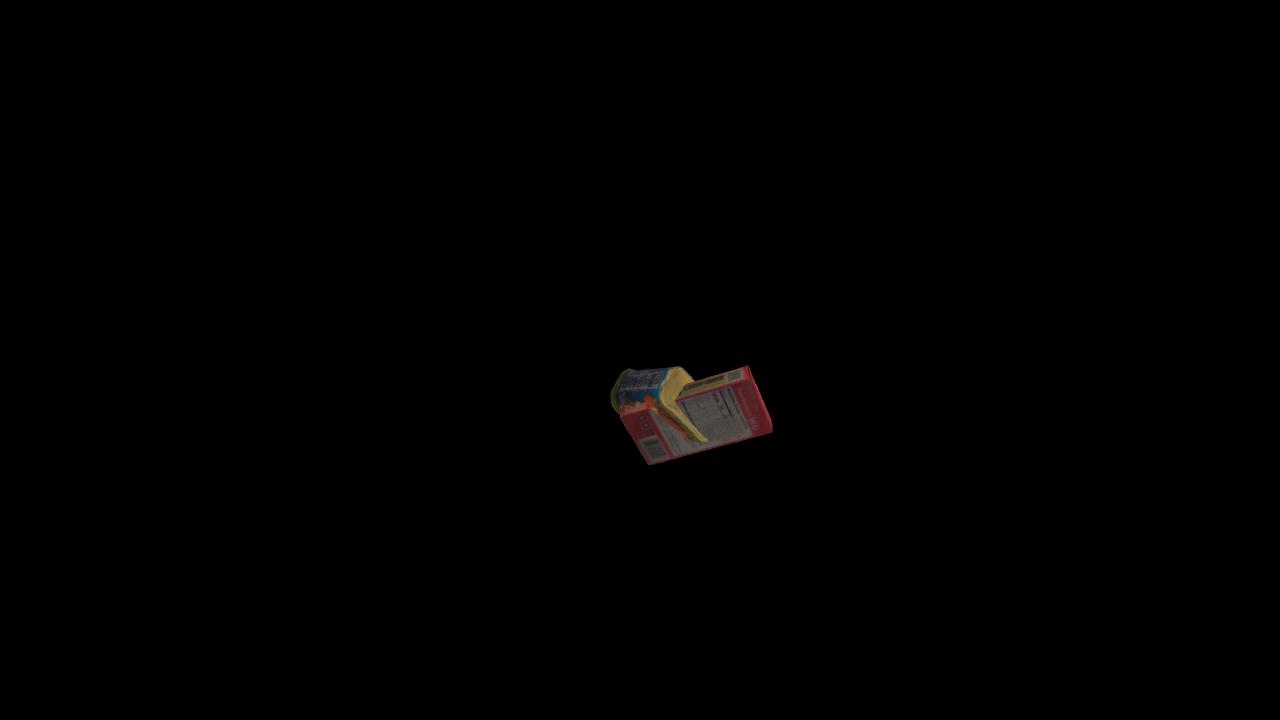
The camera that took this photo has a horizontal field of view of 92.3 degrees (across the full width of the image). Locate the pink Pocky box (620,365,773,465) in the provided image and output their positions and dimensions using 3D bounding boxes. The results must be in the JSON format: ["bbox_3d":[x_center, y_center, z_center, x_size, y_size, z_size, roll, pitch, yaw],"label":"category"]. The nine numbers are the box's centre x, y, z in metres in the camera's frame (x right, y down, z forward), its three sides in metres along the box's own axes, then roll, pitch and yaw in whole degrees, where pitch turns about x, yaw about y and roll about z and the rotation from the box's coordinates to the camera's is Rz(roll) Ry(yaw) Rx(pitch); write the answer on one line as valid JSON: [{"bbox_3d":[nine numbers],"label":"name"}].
[{"bbox_3d":[0.064,0.065,0.699,0.155,0.084,0.029,-18,33,17],"label":"pink Pocky box"}]

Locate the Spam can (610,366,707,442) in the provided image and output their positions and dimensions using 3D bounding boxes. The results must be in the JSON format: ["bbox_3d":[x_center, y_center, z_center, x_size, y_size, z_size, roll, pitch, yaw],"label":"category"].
[{"bbox_3d":[0.030,0.053,0.717,0.085,0.058,0.101,-7,-44,47],"label":"Spam can"}]
